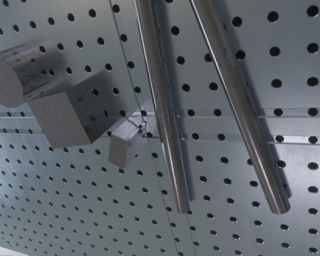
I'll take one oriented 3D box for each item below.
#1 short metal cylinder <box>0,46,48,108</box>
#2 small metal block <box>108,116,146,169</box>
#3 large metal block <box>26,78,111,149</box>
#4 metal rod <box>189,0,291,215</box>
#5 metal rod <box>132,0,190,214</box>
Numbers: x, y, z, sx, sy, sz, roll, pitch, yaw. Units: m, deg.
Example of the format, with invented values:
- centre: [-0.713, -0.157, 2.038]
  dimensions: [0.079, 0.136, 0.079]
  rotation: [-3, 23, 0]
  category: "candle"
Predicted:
- centre: [-0.217, -0.076, 0.462]
  dimensions: [0.080, 0.050, 0.079]
  rotation: [13, 124, 21]
  category: "short metal cylinder"
- centre: [-0.046, 0.020, 0.432]
  dimensions: [0.025, 0.050, 0.050]
  rotation: [23, 127, 14]
  category: "small metal block"
- centre: [-0.132, -0.019, 0.452]
  dimensions: [0.080, 0.050, 0.080]
  rotation: [-8, 115, 31]
  category: "large metal block"
- centre: [0.091, -0.027, 0.346]
  dimensions: [0.025, 0.025, 0.299]
  rotation: [-13, 112, 33]
  category: "metal rod"
- centre: [0.008, -0.010, 0.400]
  dimensions: [0.025, 0.025, 0.298]
  rotation: [3, 120, 26]
  category: "metal rod"
